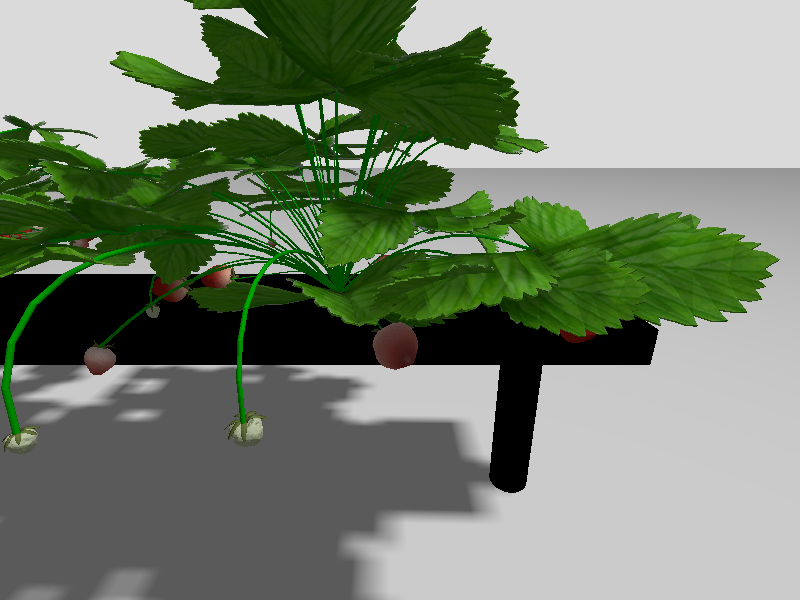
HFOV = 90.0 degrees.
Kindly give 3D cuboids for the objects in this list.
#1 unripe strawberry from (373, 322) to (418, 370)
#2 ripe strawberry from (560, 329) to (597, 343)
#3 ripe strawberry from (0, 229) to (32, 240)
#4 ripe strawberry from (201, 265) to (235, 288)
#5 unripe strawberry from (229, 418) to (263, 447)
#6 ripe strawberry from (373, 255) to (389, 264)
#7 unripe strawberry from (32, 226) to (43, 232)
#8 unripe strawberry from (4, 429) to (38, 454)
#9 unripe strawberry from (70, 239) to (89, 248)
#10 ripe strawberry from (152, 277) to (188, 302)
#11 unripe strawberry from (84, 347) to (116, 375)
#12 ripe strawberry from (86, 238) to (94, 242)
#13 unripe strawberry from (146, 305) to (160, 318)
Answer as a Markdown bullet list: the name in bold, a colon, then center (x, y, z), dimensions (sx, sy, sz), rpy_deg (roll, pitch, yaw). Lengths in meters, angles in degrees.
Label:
- **unripe strawberry**: center (-0.001, 0.029, 0.239), dimensions (0.027, 0.029, 0.030), rpy_deg (-8, 22, -20)
- **ripe strawberry**: center (0.121, 0.018, 0.273), dimensions (0.026, 0.022, 0.026), rpy_deg (16, 25, 26)
- **ripe strawberry**: center (-0.546, -0.096, 0.572), dimensions (0.035, 0.037, 0.037), rpy_deg (-4, 16, -10)
- **ripe strawberry**: center (-0.170, -0.020, 0.374), dimensions (0.028, 0.024, 0.028), rpy_deg (1, 20, 4)
- **unripe strawberry**: center (-0.065, 0.057, 0.171), dimensions (0.014, 0.013, 0.013), rpy_deg (1, 20, 3)
- **ripe strawberry**: center (-0.012, -0.035, 0.413), dimensions (0.029, 0.025, 0.029), rpy_deg (16, 25, 38)
- **unripe strawberry**: center (-0.584, -0.120, 0.636), dimensions (0.034, 0.036, 0.037), rpy_deg (-5, 20, -14)
- **unripe strawberry**: center (-0.153, 0.057, 0.162), dimensions (0.009, 0.010, 0.010), rpy_deg (9, 22, 23)
- **unripe strawberry**: center (-0.428, -0.076, 0.537), dimensions (0.020, 0.018, 0.018), rpy_deg (8, -4, 22)
- **ripe strawberry**: center (-0.202, -0.011, 0.350), dimensions (0.029, 0.028, 0.026), rpy_deg (-4, 20, -6)
- **unripe strawberry**: center (-0.178, 0.036, 0.237), dimensions (0.017, 0.017, 0.015), rpy_deg (17, 4, 38)
- **ripe strawberry**: center (-0.459, -0.102, 0.581), dimensions (0.039, 0.035, 0.036), rpy_deg (4, 20, 10)
- **unripe strawberry**: center (-0.189, 0.009, 0.306), dimensions (0.010, 0.011, 0.011), rpy_deg (-10, 22, -24)
